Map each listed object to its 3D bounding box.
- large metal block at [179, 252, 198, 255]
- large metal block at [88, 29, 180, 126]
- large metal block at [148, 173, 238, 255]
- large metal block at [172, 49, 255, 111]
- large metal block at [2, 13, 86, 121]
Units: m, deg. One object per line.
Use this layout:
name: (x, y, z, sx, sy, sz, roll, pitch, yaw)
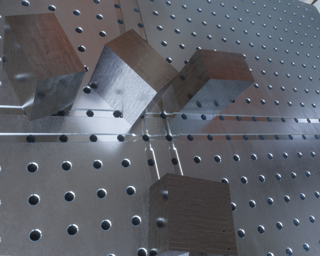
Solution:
large metal block: (0.043, 0.181, 0.307, 0.080, 0.050, 0.080, 27, 52, -12)
large metal block: (-0.035, -0.062, 0.393, 0.080, 0.080, 0.050, 43, 51, 1)
large metal block: (0.034, 0.103, 0.349, 0.081, 0.050, 0.080, 13, 56, -21)
large metal block: (0.076, -0.068, 0.457, 0.081, 0.080, 0.050, -2, 63, -30)
large metal block: (-0.132, -0.066, 0.343, 0.050, 0.080, 0.080, -21, 73, -36)
